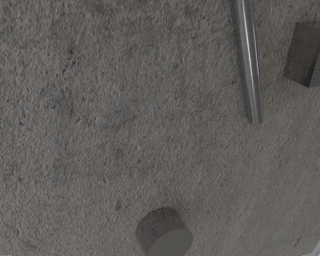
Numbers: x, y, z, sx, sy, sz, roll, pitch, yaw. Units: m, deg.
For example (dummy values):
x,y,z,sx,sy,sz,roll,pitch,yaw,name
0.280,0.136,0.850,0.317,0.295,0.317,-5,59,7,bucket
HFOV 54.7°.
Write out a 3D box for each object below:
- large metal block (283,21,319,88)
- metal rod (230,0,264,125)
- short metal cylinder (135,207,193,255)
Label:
x,y,z,sx,sy,sz,roll,pitch,yaw,name
0.238,-0.110,0.452,0.081,0.050,0.079,-12,124,-22,large metal block
0.107,-0.123,0.388,0.025,0.025,0.299,-29,128,-10,metal rod
0.006,0.177,0.504,0.081,0.050,0.079,-14,124,-21,short metal cylinder
